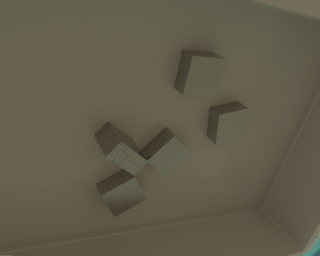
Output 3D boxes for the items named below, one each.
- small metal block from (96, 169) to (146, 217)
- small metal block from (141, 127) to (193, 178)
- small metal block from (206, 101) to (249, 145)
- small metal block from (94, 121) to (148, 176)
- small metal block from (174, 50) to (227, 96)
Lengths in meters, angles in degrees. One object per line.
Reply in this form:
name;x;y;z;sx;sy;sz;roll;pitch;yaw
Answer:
small metal block;-0.054;0.090;0.435;0.050;0.025;0.050;-28;128;-11
small metal block;0.009;0.035;0.435;0.050;0.025;0.050;-42;130;1
small metal block;0.099;-0.008;0.458;0.050;0.025;0.050;-13;124;-22
small metal block;-0.048;0.025;0.381;0.025;0.050;0.050;-46;129;4
small metal block;0.050;-0.069;0.393;0.050;0.025;0.050;-2;119;-28
